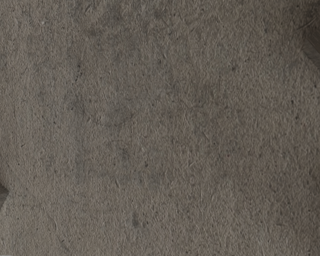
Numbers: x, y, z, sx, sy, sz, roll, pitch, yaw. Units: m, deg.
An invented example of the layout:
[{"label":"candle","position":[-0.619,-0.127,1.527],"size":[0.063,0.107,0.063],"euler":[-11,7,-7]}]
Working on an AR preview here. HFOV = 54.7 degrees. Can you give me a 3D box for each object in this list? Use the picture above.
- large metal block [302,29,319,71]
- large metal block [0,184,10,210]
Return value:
[{"label":"large metal block","position":[0.211,-0.083,0.321],"size":[0.080,0.050,0.080],"euler":[-38,78,16]},{"label":"large metal block","position":[-0.306,0.105,0.488],"size":[0.080,0.080,0.050],"euler":[34,101,17]}]
